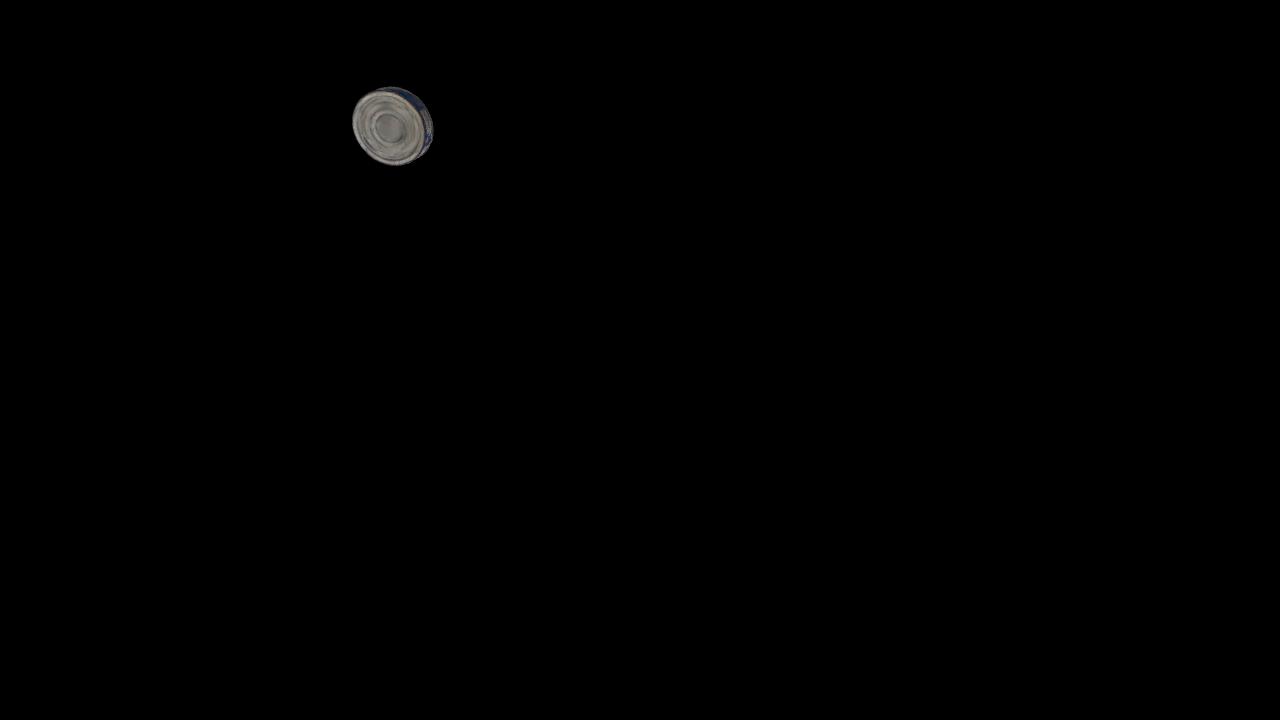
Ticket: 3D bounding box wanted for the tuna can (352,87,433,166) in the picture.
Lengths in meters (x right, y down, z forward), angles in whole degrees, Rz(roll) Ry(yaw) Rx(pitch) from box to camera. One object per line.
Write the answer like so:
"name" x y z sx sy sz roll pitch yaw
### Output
"tuna can" -0.286 -0.270 0.713 0.084 0.084 0.034 0 29 -3
